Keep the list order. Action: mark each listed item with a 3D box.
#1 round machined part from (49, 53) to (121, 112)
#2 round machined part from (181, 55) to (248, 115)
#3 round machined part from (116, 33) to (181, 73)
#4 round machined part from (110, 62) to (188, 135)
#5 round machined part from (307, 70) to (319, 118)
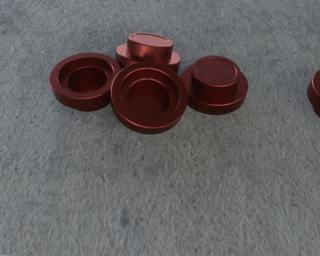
[{"bbox_3d":[-0.102,-0.061,0.442,0.099,0.042,0.098,0,50,0],"label":"round machined part"},{"bbox_3d":[0.079,-0.068,0.451,0.099,0.042,0.098,0,50,0],"label":"round machined part"},{"bbox_3d":[-0.016,-0.113,0.467,0.099,0.042,0.098,8,30,-5],"label":"round machined part"},{"bbox_3d":[-0.016,-0.035,0.410,0.099,0.042,0.098,5,65,-10],"label":"round machined part"},{"bbox_3d":[0.254,-0.039,0.428,0.099,0.042,0.098,0,50,0],"label":"round machined part"}]
